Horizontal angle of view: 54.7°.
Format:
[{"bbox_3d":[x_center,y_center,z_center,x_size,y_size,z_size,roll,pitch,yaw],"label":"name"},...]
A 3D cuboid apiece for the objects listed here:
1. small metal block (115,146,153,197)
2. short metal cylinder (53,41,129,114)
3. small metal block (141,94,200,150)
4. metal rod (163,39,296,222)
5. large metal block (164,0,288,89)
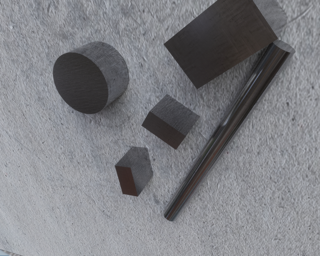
[{"bbox_3d":[-0.036,0.062,0.446,0.025,0.050,0.050,4,120,26],"label":"small metal block"},{"bbox_3d":[-0.087,-0.064,0.395,0.080,0.050,0.079,13,124,20],"label":"short metal cylinder"},{"bbox_3d":[0.014,-0.009,0.377,0.050,0.050,0.025,35,129,4],"label":"small metal block"},{"bbox_3d":[0.067,0.027,0.387,0.025,0.025,0.298,31,128,7],"label":"metal rod"},{"bbox_3d":[0.062,-0.089,0.283,0.080,0.080,0.050,-30,102,37],"label":"large metal block"}]
